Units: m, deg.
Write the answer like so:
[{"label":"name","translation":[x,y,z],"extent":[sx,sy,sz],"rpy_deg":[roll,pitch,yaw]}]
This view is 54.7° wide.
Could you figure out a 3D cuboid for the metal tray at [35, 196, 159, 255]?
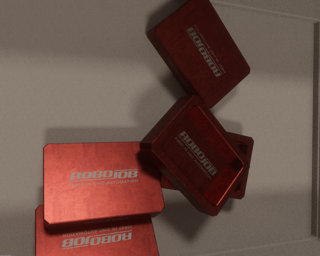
[{"label":"metal tray","translation":[-0.073,0.130,0.356],"extent":[0.131,0.030,0.090],"rpy_deg":[-1,53,-20]}]

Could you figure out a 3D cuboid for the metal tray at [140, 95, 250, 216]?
[{"label":"metal tray","translation":[0.048,0.035,0.387],"extent":[0.130,0.030,0.090],"rpy_deg":[49,67,-21]}]

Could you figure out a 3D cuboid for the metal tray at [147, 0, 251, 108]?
[{"label":"metal tray","translation":[0.056,-0.102,0.424],"extent":[0.090,0.030,0.130],"rpy_deg":[-42,108,-14]}]

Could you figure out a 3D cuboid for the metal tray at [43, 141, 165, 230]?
[{"label":"metal tray","translation":[-0.067,0.063,0.363],"extent":[0.131,0.030,0.090],"rpy_deg":[-1,61,-21]}]

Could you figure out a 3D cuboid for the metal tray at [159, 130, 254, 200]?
[{"label":"metal tray","translation":[0.062,0.045,0.432],"extent":[0.131,0.030,0.090],"rpy_deg":[12,86,-20]}]
